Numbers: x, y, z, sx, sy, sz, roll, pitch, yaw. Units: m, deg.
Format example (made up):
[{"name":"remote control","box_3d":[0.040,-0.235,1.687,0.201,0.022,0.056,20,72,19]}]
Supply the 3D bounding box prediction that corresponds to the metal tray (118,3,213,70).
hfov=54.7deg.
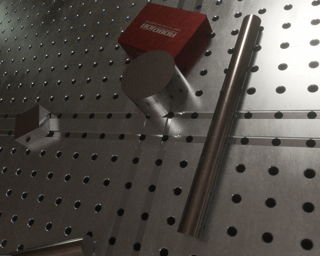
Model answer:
[{"name":"metal tray","box_3d":[0.005,-0.147,0.491,0.130,0.030,0.090,29,77,37]}]

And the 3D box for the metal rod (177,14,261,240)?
[{"name":"metal rod","box_3d":[0.079,-0.018,0.377,0.025,0.025,0.300,7,65,31]}]

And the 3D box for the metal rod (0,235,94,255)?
[{"name":"metal rod","box_3d":[-0.222,0.183,0.409,0.301,0.025,0.025,-18,55,17]}]

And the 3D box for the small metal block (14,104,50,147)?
[{"name":"small metal block","box_3d":[-0.214,-0.004,0.521,0.050,0.025,0.050,-25,53,12]}]

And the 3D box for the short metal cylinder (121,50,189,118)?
[{"name":"short metal cylinder","box_3d":[-0.007,-0.061,0.432,0.080,0.050,0.080,-13,57,21]}]
